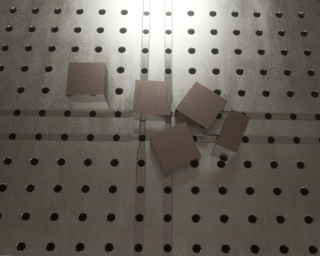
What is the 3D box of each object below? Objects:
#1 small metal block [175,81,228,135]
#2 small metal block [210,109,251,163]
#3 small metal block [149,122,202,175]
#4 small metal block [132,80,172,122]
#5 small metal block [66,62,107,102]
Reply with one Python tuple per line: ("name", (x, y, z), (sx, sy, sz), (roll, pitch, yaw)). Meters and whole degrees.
("small metal block", (0.055, -0.027, 0.422), (0.050, 0.025, 0.050), (34, 73, 11))
("small metal block", (0.089, 0.011, 0.395), (0.025, 0.050, 0.050), (23, 72, 8))
("small metal block", (0.019, 0.027, 0.402), (0.050, 0.025, 0.050), (-21, 72, -8))
("small metal block", (-0.010, -0.037, 0.425), (0.050, 0.025, 0.050), (3, 70, 1))
("small metal block", (-0.101, -0.064, 0.434), (0.050, 0.025, 0.050), (-1, 70, -1))
